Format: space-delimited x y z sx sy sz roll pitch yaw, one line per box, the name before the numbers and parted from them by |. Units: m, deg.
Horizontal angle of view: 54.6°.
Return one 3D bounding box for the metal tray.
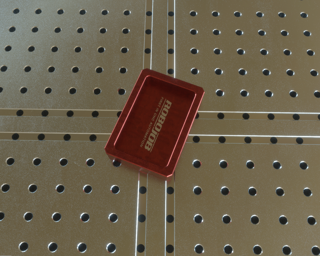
metal tray | -0.005 -0.007 0.411 0.090 0.030 0.130 21 71 7
